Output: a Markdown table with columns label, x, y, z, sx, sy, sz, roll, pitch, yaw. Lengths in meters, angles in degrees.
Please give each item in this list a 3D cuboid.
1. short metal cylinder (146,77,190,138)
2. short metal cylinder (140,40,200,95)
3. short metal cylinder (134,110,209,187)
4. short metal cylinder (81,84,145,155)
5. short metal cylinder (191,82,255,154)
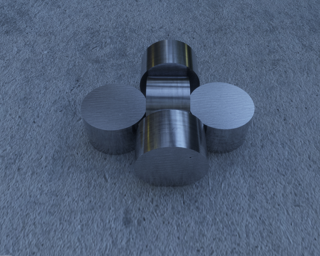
| label | x | y | z | sx | sy | sz | roll | pitch | yaw |
| --- | --- | --- | --- | --- | --- | --- | --- | --- | --- |
| short metal cylinder | 0.010 | -0.025 | 0.390 | 0.050 | 0.080 | 0.080 | 0 | 50 | 0 |
| short metal cylinder | 0.013 | -0.075 | 0.433 | 0.081 | 0.080 | 0.050 | 0 | 50 | 0 |
| short metal cylinder | 0.012 | 0.025 | 0.349 | 0.081 | 0.080 | 0.050 | 0 | 50 | 0 |
| short metal cylinder | -0.056 | -0.012 | 0.398 | 0.081 | 0.050 | 0.080 | 1 | 50 | -1 |
| short metal cylinder | 0.075 | -0.014 | 0.400 | 0.080 | 0.050 | 0.080 | 0 | 50 | 0 |
